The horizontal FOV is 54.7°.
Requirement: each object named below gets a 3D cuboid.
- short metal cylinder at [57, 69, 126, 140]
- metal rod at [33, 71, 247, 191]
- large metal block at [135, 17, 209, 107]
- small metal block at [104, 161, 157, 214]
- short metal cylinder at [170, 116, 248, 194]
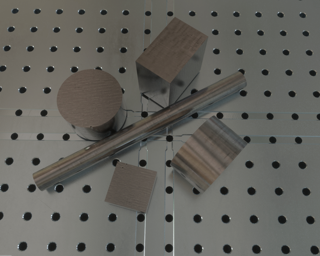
[{"bbox_3d":[-0.087,-0.029,0.404,0.081,0.050,0.080,0,70,0],"label":"short metal cylinder"},{"bbox_3d":[-0.018,0.000,0.408,0.302,0.025,0.025,-27,73,-10],"label":"metal rod"},{"bbox_3d":[0.015,-0.082,0.409,0.050,0.080,0.080,35,74,11],"label":"large metal block"},{"bbox_3d":[-0.034,0.074,0.381,0.050,0.025,0.050,14,71,5],"label":"small metal block"},{"bbox_3d":[0.058,0.032,0.368,0.050,0.080,0.080,42,75,13],"label":"short metal cylinder"}]
